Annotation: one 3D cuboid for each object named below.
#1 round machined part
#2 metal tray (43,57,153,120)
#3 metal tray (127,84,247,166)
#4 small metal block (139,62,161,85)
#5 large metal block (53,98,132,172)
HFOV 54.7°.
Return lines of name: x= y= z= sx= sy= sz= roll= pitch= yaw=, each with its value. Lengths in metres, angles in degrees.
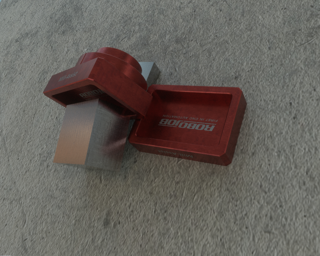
round machined part: x=-0.063 y=-0.072 z=0.420 sx=0.098 sy=0.098 sz=0.042 roll=6 pitch=65 yaw=30
metal tray: x=-0.085 y=-0.043 z=0.411 sx=0.130 sy=0.090 sz=0.030 roll=-4 pitch=59 yaw=47
metal tray: x=0.033 y=-0.008 z=0.389 sx=0.130 sy=0.030 sz=0.090 roll=7 pitch=65 yaw=30
small metal block: x=-0.033 y=-0.072 z=0.466 sx=0.050 sy=0.025 sz=0.050 roll=7 pitch=65 yaw=31
large metal block: x=-0.089 y=0.012 z=0.403 sx=0.080 sy=0.050 sz=0.080 roll=-4 pitch=71 yaw=46
